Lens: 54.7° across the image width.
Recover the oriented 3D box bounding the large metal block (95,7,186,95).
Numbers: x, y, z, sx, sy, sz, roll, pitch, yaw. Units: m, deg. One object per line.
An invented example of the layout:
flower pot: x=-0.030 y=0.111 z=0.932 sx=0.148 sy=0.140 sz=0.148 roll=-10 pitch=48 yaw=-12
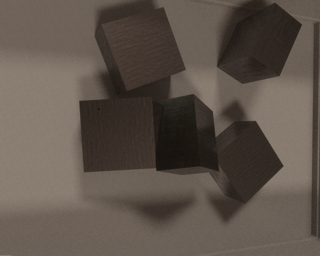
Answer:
large metal block: x=-0.025 y=-0.094 z=0.389 sx=0.081 sy=0.050 sz=0.080 roll=-23 pitch=98 yaw=-19

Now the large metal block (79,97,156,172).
large metal block: x=-0.047 y=0.007 z=0.368 sx=0.081 sy=0.050 sz=0.079 roll=-3 pitch=91 yaw=0

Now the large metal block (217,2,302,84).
large metal block: x=0.136 y=-0.114 z=0.433 sx=0.050 sy=0.080 sz=0.080 roll=29 pitch=80 yaw=-18

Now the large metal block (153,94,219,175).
large metal block: x=0.033 y=0.013 z=0.375 sx=0.050 sy=0.080 sz=0.080 roll=-9 pitch=75 yaw=23

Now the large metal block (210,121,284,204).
large metal block: x=0.114 y=0.046 z=0.441 sx=0.080 sy=0.050 sz=0.080 roll=-38 pitch=103 yaw=-16
